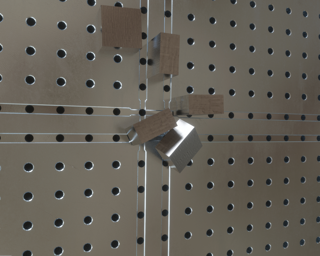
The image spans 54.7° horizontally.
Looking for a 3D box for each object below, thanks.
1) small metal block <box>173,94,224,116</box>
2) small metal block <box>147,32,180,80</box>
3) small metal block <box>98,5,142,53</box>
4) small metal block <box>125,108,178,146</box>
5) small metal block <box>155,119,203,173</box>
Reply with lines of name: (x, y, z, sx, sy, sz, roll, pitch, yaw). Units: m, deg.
small metal block: (0.051, -0.031, 0.419, 0.050, 0.050, 0.025, -2, 91, -20)
small metal block: (0.003, -0.091, 0.401, 0.025, 0.050, 0.050, 2, 89, -20)
small metal block: (-0.051, -0.125, 0.394, 0.050, 0.025, 0.050, -2, 91, -20)
small metal block: (-0.012, -0.001, 0.394, 0.050, 0.050, 0.025, -26, 92, -18)
small metal block: (0.026, 0.025, 0.410, 0.050, 0.025, 0.050, -49, 144, -14)
